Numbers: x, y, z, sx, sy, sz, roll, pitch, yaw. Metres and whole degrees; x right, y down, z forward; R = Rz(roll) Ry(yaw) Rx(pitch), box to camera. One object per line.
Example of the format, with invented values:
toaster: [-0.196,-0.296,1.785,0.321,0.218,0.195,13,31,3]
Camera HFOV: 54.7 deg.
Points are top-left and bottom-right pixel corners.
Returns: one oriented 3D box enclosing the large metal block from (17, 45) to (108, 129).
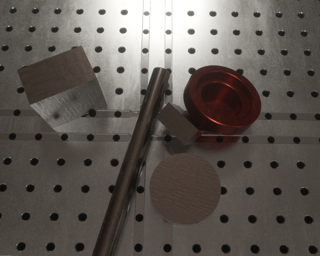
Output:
large metal block: [-0.121,-0.050,0.399,0.080,0.080,0.050,-24,72,-9]

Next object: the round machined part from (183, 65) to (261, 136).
round machined part: [0.077,-0.032,0.405,0.099,0.042,0.098,8,56,-12]

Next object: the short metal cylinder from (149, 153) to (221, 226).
short metal cylinder: [0.028,0.075,0.371,0.081,0.050,0.080,0,70,-1]

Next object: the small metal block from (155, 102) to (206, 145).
small metal block: [0.028,-0.005,0.398,0.050,0.050,0.025,45,101,14]

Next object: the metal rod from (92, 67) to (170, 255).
metal rod: [-0.038,0.056,0.390,0.025,0.025,0.299,15,70,5]
